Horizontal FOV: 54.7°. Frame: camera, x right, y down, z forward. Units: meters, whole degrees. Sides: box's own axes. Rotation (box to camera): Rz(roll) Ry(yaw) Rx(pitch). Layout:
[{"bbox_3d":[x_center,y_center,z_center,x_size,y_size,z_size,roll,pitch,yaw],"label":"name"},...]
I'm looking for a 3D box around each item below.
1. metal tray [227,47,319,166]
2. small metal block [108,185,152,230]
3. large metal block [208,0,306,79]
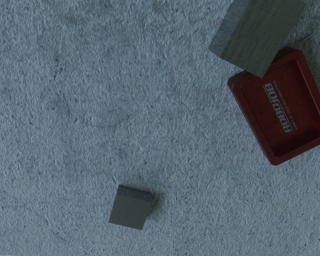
[{"bbox_3d":[0.157,-0.026,0.399,0.090,0.030,0.130,-29,108,10],"label":"metal tray"},{"bbox_3d":[-0.043,0.116,0.452,0.050,0.025,0.050,15,109,-6],"label":"small metal block"},{"bbox_3d":[0.100,-0.109,0.341,0.050,0.080,0.080,24,108,-9],"label":"large metal block"}]
